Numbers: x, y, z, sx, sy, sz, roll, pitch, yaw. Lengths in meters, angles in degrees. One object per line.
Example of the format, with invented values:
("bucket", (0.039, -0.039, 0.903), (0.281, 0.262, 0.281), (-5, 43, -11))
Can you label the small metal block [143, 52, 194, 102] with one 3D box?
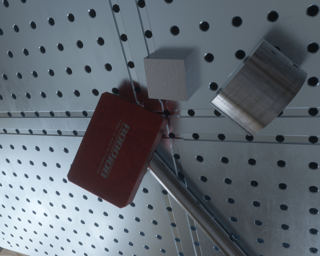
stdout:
("small metal block", (0.011, -0.061, 0.367), (0.050, 0.025, 0.050), (7, 122, 24))

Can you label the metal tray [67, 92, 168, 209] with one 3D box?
("metal tray", (-0.057, 0.028, 0.413), (0.090, 0.030, 0.129), (25, 94, 13))

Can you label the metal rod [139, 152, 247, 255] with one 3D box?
("metal rod", (0.060, 0.130, 0.459), (0.300, 0.025, 0.025), (49, 129, -7))

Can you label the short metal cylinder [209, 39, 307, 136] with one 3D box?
("short metal cylinder", (0.093, -0.039, 0.303), (0.050, 0.080, 0.080), (39, 129, 1))

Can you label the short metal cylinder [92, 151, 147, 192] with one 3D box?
("short metal cylinder", (-0.065, 0.060, 0.467), (0.080, 0.050, 0.079), (13, 124, 21))
